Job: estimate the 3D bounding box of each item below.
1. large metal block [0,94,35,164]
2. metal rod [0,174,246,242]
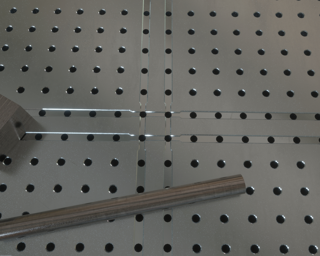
[{"bbox_3d":[-0.227,-0.006,0.398,0.080,0.050,0.080,29,72,9],"label":"large metal block"},{"bbox_3d":[-0.046,0.096,0.376,0.302,0.025,0.025,-10,71,-4],"label":"metal rod"}]
